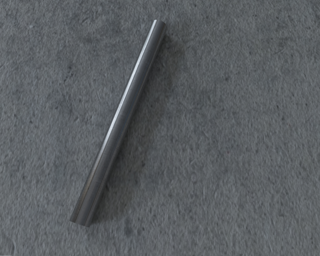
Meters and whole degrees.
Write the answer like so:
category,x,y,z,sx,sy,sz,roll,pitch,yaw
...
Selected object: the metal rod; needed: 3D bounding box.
category,x,y,z,sx,sy,sz,roll,pitch,yaw
metal rod,-0.048,-0.020,0.414,0.025,0.025,0.299,17,71,6
